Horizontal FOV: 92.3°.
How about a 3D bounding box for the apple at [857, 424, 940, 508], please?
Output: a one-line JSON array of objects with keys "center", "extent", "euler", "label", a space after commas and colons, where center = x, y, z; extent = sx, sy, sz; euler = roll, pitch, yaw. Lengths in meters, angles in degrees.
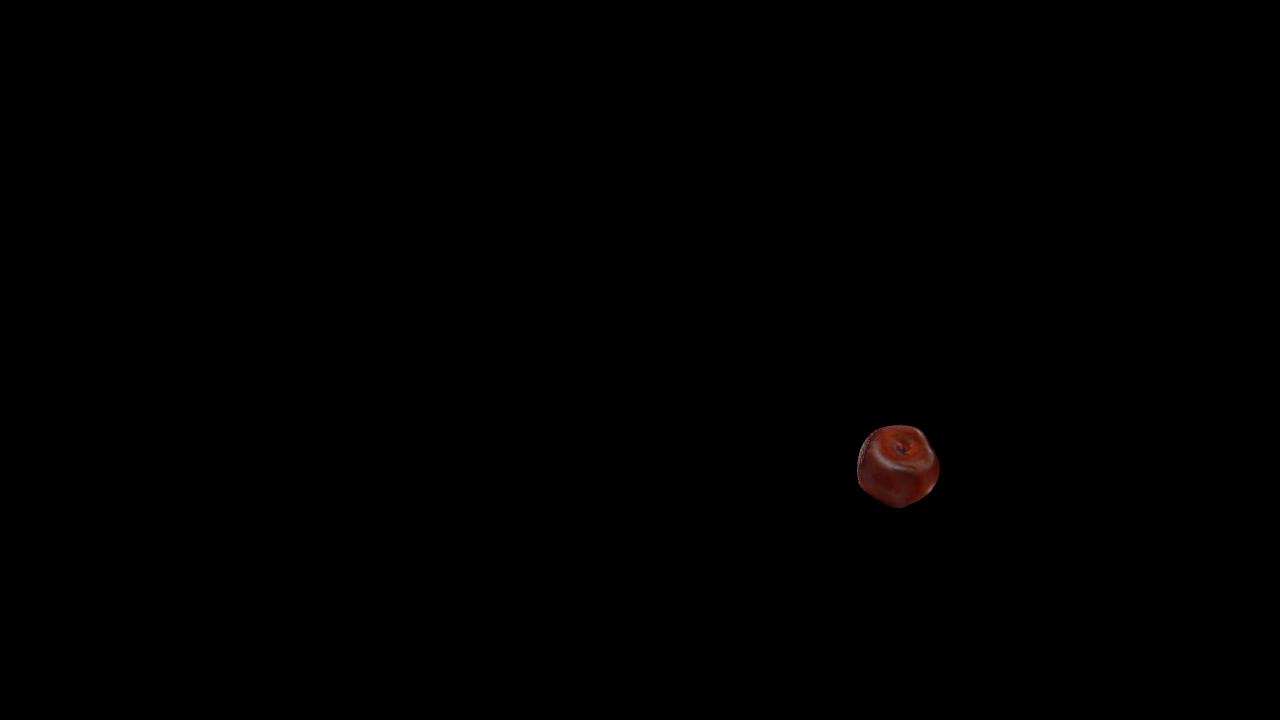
[{"center": [0.262, 0.110, 0.630], "extent": [0.079, 0.079, 0.093], "euler": [0, -38, 12], "label": "apple"}]
